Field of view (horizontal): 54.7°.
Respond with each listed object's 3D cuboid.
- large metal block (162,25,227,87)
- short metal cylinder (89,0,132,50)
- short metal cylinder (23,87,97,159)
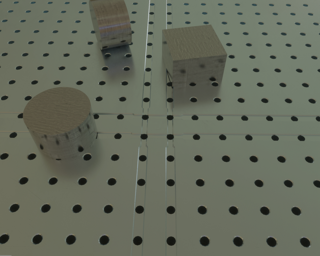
[{"bbox_3d":[0.051,-0.115,0.489,0.081,0.050,0.080,-8,51,-7],"label":"large metal block"},{"bbox_3d":[-0.083,-0.176,0.519,0.050,0.080,0.080,-16,52,-13],"label":"short metal cylinder"},{"bbox_3d":[-0.125,-0.007,0.396,0.081,0.050,0.080,0,50,0],"label":"short metal cylinder"}]
